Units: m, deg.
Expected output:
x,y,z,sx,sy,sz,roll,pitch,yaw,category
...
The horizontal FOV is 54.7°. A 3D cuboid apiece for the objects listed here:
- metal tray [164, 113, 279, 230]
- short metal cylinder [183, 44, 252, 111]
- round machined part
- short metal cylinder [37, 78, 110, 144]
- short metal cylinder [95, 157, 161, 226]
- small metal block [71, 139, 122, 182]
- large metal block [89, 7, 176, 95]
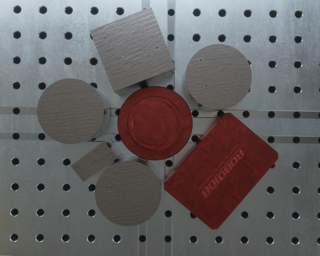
x,y,z,sx,sy,sz,roll,pitch,yaw,category
0.079,0.055,0.410,0.090,0.030,0.130,41,89,0,metal tray
0.071,-0.062,0.401,0.081,0.050,0.080,0,90,0,short metal cylinder
-0.006,-0.006,0.404,0.099,0.042,0.097,0,90,0,round machined part
-0.108,-0.020,0.399,0.081,0.050,0.080,0,90,0,short metal cylinder
-0.038,0.079,0.400,0.081,0.050,0.080,0,90,0,short metal cylinder
-0.080,0.041,0.399,0.050,0.050,0.025,-37,90,0,small metal block
-0.033,-0.096,0.400,0.080,0.050,0.080,-21,90,0,large metal block
